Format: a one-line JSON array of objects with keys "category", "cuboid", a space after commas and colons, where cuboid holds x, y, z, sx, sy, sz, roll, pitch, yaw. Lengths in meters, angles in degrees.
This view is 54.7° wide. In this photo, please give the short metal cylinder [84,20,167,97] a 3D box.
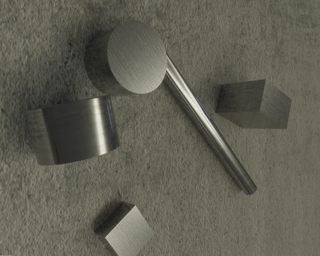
[{"category": "short metal cylinder", "cuboid": [-0.039, -0.077, 0.358, 0.081, 0.050, 0.079, 0, 90, -40]}]

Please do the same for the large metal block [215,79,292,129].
[{"category": "large metal block", "cuboid": [0.151, -0.035, 0.498, 0.080, 0.080, 0.050, 24, 75, -38]}]

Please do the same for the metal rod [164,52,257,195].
[{"category": "metal rod", "cuboid": [0.074, 0.003, 0.469, 0.300, 0.025, 0.025, 51, 60, -28]}]

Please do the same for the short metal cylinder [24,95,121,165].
[{"category": "short metal cylinder", "cuboid": [-0.083, 0.000, 0.301, 0.081, 0.080, 0.050, -18, 102, -39]}]

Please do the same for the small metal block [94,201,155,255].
[{"category": "small metal block", "cuboid": [-0.042, 0.126, 0.372, 0.050, 0.025, 0.050, -43, 116, -32]}]
